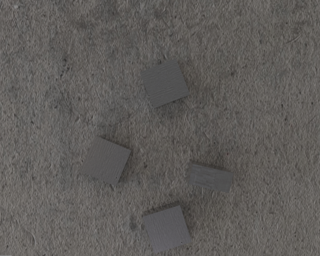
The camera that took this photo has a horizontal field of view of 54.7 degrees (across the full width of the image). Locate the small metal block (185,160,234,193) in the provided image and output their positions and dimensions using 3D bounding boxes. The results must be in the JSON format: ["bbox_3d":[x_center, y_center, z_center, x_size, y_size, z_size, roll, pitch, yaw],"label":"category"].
[{"bbox_3d":[0.062,0.061,0.398,0.050,0.050,0.025,13,90,0],"label":"small metal block"}]

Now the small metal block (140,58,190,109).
[{"bbox_3d":[0.006,-0.057,0.410,0.050,0.025,0.050,-21,90,0],"label":"small metal block"}]

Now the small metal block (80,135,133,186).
[{"bbox_3d":[-0.070,0.042,0.409,0.050,0.025,0.050,23,90,0],"label":"small metal block"}]

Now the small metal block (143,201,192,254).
[{"bbox_3d":[0.009,0.130,0.410,0.050,0.025,0.050,-18,90,0],"label":"small metal block"}]
